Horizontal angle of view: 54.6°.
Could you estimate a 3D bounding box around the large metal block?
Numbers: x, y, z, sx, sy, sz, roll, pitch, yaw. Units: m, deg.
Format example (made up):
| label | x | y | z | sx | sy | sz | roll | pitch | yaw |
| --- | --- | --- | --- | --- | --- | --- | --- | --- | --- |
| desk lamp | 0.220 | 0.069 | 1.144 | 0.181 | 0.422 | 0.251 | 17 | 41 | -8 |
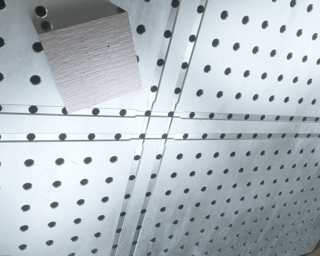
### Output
| label | x | y | z | sx | sy | sz | roll | pitch | yaw |
| --- | --- | --- | --- | --- | --- | --- | --- | --- | --- |
| large metal block | -0.070 | -0.071 | 0.312 | 0.081 | 0.050 | 0.080 | -21 | 127 | -16 |
